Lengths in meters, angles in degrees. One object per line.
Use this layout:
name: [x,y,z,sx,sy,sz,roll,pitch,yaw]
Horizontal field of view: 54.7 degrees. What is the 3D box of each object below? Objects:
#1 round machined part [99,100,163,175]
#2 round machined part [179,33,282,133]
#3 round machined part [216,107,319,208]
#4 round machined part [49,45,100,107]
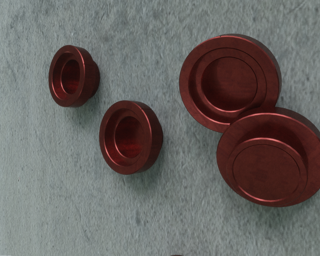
round machined part: [-0.035,0.012,0.420,0.098,0.042,0.097,0,90,39]
round machined part: [0.073,-0.047,0.318,0.098,0.042,0.097,11,115,24]
round machined part: [0.100,0.033,0.287,0.098,0.042,0.097,10,115,22]
round machined part: [-0.135,-0.082,0.503,0.098,0.042,0.097,0,90,39]
